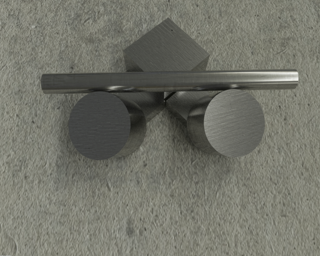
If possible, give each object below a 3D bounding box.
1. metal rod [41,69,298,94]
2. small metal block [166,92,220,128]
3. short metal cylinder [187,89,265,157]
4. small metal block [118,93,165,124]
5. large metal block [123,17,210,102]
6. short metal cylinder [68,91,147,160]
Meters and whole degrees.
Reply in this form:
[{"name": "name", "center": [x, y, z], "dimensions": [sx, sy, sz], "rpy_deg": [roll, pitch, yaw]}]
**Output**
[{"name": "metal rod", "center": [0.012, -0.056, 0.375], "dimensions": [0.302, 0.025, 0.025], "rpy_deg": [-1, 70, -1]}, {"name": "small metal block", "center": [0.044, -0.031, 0.420], "dimensions": [0.050, 0.025, 0.050], "rpy_deg": [-42, 75, -14]}, {"name": "short metal cylinder", "center": [0.080, -0.005, 0.384], "dimensions": [0.081, 0.050, 0.080], "rpy_deg": [0, 89, -18]}, {"name": "small metal block", "center": [-0.029, -0.032, 0.421], "dimensions": [0.050, 0.025, 0.050], "rpy_deg": [-41, 75, -15]}, {"name": "large metal block", "center": [0.008, -0.090, 0.427], "dimensions": [0.080, 0.050, 0.080], "rpy_deg": [-40, 75, -13]}, {"name": "short metal cylinder", "center": [-0.063, -0.002, 0.381], "dimensions": [0.080, 0.050, 0.080], "rpy_deg": [-1, 87, 18]}]
